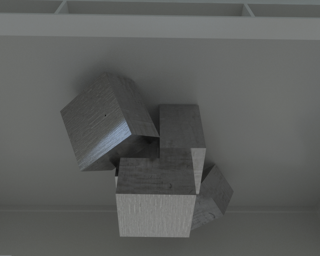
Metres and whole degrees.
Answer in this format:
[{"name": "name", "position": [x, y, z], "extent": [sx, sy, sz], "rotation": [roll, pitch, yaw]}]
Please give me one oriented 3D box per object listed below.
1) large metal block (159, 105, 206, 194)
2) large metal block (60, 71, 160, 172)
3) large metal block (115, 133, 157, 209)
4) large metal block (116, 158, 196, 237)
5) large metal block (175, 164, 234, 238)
[{"name": "large metal block", "position": [0.024, 0.027, 0.392], "extent": [0.050, 0.080, 0.079], "rotation": [1, 130, -1]}, {"name": "large metal block", "position": [-0.059, -0.005, 0.357], "extent": [0.080, 0.080, 0.050], "rotation": [-35, 157, 26]}, {"name": "large metal block", "position": [-0.029, 0.063, 0.424], "extent": [0.050, 0.080, 0.079], "rotation": [1, 130, -1]}, {"name": "large metal block", "position": [-0.005, 0.080, 0.353], "extent": [0.081, 0.050, 0.079], "rotation": [1, 130, -1]}, {"name": "large metal block", "position": [0.053, 0.103, 0.449], "extent": [0.080, 0.080, 0.050], "rotation": [-34, 87, 25]}]
